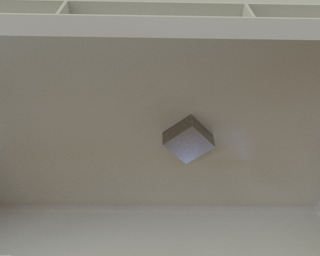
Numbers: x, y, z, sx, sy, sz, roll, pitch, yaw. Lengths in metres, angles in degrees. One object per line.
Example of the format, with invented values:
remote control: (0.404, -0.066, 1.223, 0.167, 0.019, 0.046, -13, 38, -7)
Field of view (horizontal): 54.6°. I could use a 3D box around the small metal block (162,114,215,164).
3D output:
small metal block: (0.039, 0.016, 0.423, 0.050, 0.025, 0.050, -34, 123, 25)
